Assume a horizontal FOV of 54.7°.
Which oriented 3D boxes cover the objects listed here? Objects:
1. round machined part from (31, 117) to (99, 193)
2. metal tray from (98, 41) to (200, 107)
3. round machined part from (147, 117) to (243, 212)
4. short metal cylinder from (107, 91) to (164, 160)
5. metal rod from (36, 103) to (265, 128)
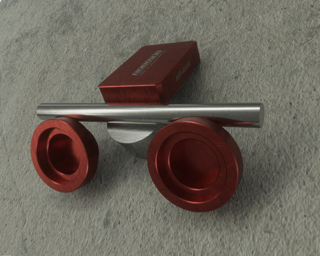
[{"bbox_3d":[-0.122,0.033,0.415,0.098,0.042,0.097,6,103,26],"label":"round machined part"},{"bbox_3d":[-0.010,-0.075,0.417,0.090,0.030,0.131,2,37,29],"label":"metal tray"},{"bbox_3d":[0.039,0.035,0.329,0.098,0.042,0.097,8,108,26],"label":"round machined part"},{"bbox_3d":[-0.021,-0.005,0.403,0.080,0.050,0.080,-13,56,20],"label":"short metal cylinder"},{"bbox_3d":[-0.034,-0.018,0.369,0.300,0.025,0.025,2,63,29],"label":"metal rod"}]
